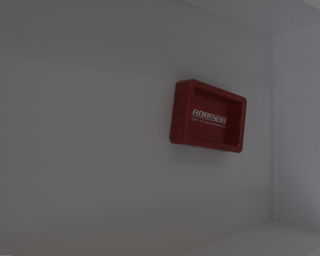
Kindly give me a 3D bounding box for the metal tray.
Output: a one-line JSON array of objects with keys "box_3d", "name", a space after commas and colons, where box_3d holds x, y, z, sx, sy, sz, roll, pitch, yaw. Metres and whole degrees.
[{"box_3d": [0.077, -0.014, 0.466, 0.131, 0.030, 0.090, 11, 83, -39], "name": "metal tray"}]
